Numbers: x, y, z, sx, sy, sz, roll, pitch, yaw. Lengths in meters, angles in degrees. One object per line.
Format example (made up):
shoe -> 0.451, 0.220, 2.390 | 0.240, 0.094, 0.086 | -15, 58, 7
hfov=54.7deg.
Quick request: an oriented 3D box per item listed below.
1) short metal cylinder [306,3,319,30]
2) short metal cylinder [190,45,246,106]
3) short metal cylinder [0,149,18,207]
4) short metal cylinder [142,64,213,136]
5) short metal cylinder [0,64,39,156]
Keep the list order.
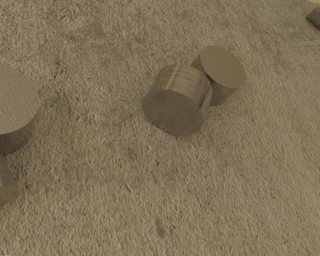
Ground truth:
short metal cylinder -> 0.414, -0.291, 0.768 | 0.050, 0.080, 0.080 | 45, 51, 2
short metal cylinder -> 0.085, -0.081, 0.482 | 0.081, 0.050, 0.080 | 14, 56, -21
short metal cylinder -> -0.166, 0.045, 0.251 | 0.081, 0.080, 0.050 | -21, 73, -36
short metal cylinder -> 0.023, -0.035, 0.402 | 0.080, 0.080, 0.050 | 31, 52, -9
short metal cylinder -> -0.166, -0.017, 0.309 | 0.081, 0.050, 0.080 | 14, 56, -21
